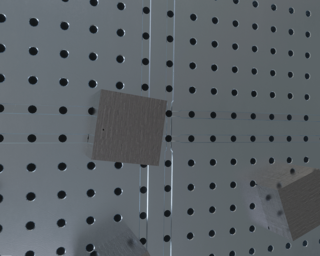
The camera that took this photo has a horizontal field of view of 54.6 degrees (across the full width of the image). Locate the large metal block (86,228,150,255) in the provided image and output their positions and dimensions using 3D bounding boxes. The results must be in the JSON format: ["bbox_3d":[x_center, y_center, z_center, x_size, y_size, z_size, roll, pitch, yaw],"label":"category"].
[{"bbox_3d":[-0.050,0.173,0.365,0.080,0.080,0.050,-29,100,-18],"label":"large metal block"}]

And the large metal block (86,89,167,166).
[{"bbox_3d":[-0.042,0.001,0.384,0.081,0.050,0.080,8,87,-20],"label":"large metal block"}]

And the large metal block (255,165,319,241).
[{"bbox_3d":[0.205,0.111,0.474,0.081,0.050,0.080,-21,97,-19],"label":"large metal block"}]
